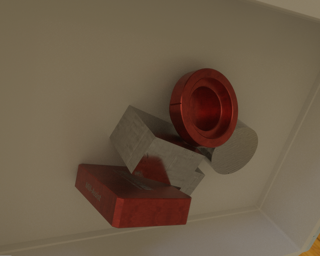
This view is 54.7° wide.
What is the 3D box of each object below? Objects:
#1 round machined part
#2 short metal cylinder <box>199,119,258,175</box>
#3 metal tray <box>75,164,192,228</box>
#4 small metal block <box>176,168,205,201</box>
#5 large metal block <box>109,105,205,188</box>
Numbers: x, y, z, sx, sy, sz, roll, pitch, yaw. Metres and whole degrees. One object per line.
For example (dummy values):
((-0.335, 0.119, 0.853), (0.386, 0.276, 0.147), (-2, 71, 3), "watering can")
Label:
((0.051, -0.024, 0.394), (0.099, 0.042, 0.097), (2, 87, -36), "round machined part")
((0.097, 0.022, 0.462), (0.081, 0.050, 0.079), (-14, 125, -21), "short metal cylinder")
((-0.037, 0.075, 0.367), (0.091, 0.130, 0.030), (9, 94, -33), "metal tray")
((0.031, 0.071, 0.455), (0.025, 0.050, 0.050), (25, 104, -37), "small metal block")
((-0.005, 0.023, 0.386), (0.080, 0.080, 0.050), (23, 106, -37), "large metal block")
